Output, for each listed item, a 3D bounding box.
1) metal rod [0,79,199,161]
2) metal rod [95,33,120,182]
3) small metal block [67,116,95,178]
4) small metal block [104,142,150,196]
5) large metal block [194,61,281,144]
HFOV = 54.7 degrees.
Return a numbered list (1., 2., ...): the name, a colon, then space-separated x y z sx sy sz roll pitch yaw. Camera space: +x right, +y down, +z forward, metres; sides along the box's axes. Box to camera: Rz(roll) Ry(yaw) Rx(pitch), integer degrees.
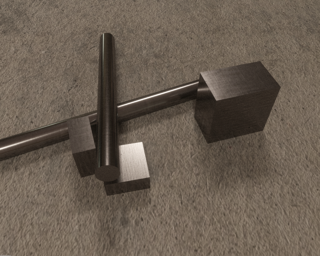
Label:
1. metal rod: -0.066 -0.017 0.416 0.302 0.025 0.025 -19 53 -16
2. metal rod: -0.071 -0.053 0.418 0.025 0.025 0.300 -5 42 -5
3. small metal block: -0.089 0.022 0.367 0.025 0.050 0.050 -14 52 -11
4. small metal block: -0.041 0.047 0.363 0.050 0.025 0.050 -9 51 -8
5. large metal block: 0.094 -0.032 0.395 0.081 0.080 0.050 -13 51 -11
